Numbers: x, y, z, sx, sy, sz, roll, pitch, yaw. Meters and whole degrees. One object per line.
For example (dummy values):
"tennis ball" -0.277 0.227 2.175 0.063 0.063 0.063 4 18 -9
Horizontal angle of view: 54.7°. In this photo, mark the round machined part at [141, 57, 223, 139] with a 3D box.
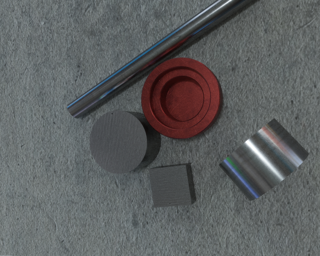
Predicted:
"round machined part" 0.030 -0.036 0.389 0.098 0.042 0.097 0 90 20

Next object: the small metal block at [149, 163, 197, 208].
"small metal block" 0.016 0.074 0.403 0.050 0.025 0.050 -9 87 19

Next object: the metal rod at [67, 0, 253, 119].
"metal rod" -0.003 -0.099 0.410 0.300 0.025 0.025 -31 80 17

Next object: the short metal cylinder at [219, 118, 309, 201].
"short metal cylinder" 0.112 0.034 0.340 0.080 0.080 0.050 -44 77 15

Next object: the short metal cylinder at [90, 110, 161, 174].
"short metal cylinder" -0.045 0.018 0.411 0.080 0.050 0.079 0 90 20
